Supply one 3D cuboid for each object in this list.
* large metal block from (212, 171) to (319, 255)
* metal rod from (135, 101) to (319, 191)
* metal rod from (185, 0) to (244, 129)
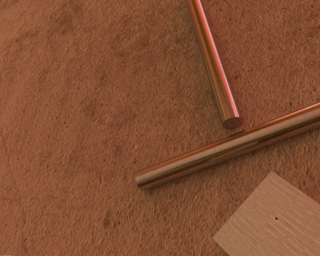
[{"bbox_3d":[0.108,0.099,0.270,0.080,0.050,0.080,-47,52,-5],"label":"large metal block"},{"bbox_3d":[0.110,0.009,0.339,0.301,0.025,0.025,-22,54,14],"label":"metal rod"},{"bbox_3d":[0.066,-0.128,0.446,0.025,0.025,0.299,-20,54,16],"label":"metal rod"}]
